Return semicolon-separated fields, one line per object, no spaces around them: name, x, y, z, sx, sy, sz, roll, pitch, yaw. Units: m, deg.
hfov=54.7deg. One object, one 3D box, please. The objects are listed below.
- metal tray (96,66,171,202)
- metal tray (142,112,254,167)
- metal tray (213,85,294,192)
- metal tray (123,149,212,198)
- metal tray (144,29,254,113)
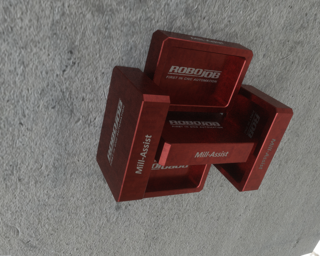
metal tray;-0.036;0.006;0.350;0.030;0.090;0.129;1;119;-29
metal tray;0.042;0.009;0.396;0.131;0.090;0.030;1;119;-29
metal tray;0.122;0.013;0.441;0.030;0.090;0.129;1;118;-29
metal tray;0.013;0.053;0.447;0.131;0.030;0.089;0;117;-29
metal tray;0.045;-0.066;0.389;0.131;0.030;0.089;0;121;-29
